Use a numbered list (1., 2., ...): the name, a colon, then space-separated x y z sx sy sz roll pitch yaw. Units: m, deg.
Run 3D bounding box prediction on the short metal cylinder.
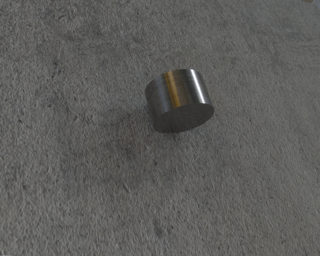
1. short metal cylinder: 0.025 -0.033 0.405 0.081 0.080 0.050 -1 63 -29
